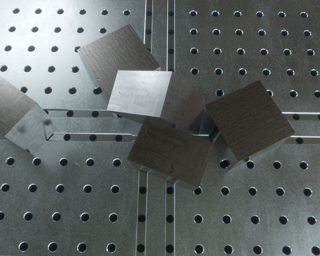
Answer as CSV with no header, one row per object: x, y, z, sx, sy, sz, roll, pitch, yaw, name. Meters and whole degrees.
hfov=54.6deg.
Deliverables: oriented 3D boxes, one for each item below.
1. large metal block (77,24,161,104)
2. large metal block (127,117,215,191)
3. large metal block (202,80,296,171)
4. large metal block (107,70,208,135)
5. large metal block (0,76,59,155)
-0.054,-0.083,0.429,0.080,0.050,0.080,-30,73,-11,large metal block
0.013,0.035,0.368,0.080,0.080,0.050,21,77,7,large metal block
0.109,-0.003,0.400,0.080,0.050,0.080,-25,72,-9,large metal block
-0.002,-0.030,0.373,0.080,0.080,0.050,9,81,38,large metal block
-0.186,-0.019,0.388,0.080,0.080,0.050,35,74,12,large metal block
